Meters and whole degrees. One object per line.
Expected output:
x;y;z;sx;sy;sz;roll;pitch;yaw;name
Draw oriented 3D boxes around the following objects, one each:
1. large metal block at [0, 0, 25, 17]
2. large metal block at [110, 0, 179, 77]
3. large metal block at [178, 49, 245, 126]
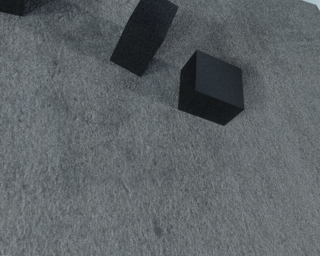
-0.214;-0.197;0.393;0.081;0.050;0.080;4;60;-27;large metal block
-0.023;-0.134;0.440;0.050;0.080;0.080;28;52;-11;large metal block
0.077;-0.060;0.468;0.081;0.050;0.080;19;54;-18;large metal block
